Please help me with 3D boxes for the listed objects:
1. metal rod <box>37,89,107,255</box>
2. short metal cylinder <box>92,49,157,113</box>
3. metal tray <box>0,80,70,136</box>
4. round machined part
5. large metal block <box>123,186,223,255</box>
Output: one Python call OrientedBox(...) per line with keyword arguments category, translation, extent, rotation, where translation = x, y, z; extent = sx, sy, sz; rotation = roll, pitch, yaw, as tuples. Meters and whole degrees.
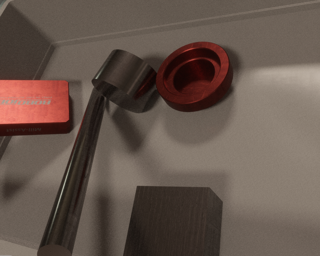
OrientedBox(category="metal rod", translation=(-0.087, 0.019, 0.362), extent=(0.025, 0.025, 0.300), rotation=(-26, 29, 12))
OrientedBox(category="short metal cylinder", translation=(-0.047, -0.064, 0.433), extent=(0.080, 0.080, 0.050), rotation=(20, 72, 35))
OrientedBox(category="metal tray", translation=(-0.210, -0.033, 0.484), extent=(0.131, 0.030, 0.090), rotation=(-2, 54, -16))
OrientedBox(category="round machined part", translation=(0.048, -0.062, 0.407), extent=(0.098, 0.042, 0.098), rotation=(-13, 56, 20))
OrientedBox(category="large metal block", translation=(0.016, 0.106, 0.316), extent=(0.080, 0.050, 0.080), rotation=(-4, 60, 26))
